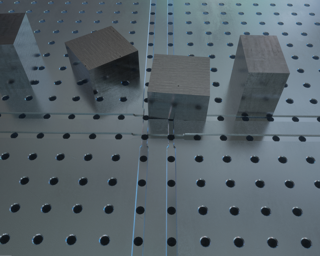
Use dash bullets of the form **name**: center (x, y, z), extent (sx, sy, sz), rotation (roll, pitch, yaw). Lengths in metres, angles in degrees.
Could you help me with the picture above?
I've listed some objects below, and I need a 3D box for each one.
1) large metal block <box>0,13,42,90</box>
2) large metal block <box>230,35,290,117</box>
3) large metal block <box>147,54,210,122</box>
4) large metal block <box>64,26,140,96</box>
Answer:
- **large metal block**: center (-0.223, -0.115, 0.468), extent (0.050, 0.080, 0.080), rotation (-3, 50, -3)
- **large metal block**: center (0.135, -0.072, 0.434), extent (0.050, 0.080, 0.080), rotation (2, 50, 1)
- **large metal block**: center (0.028, -0.058, 0.441), extent (0.080, 0.050, 0.080), rotation (4, 50, 4)
- **large metal block**: center (-0.088, -0.106, 0.480), extent (0.080, 0.050, 0.080), rotation (-28, 56, -22)
